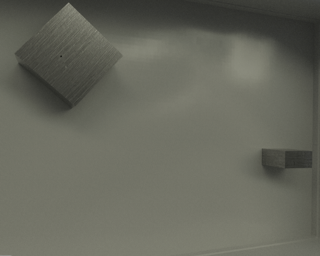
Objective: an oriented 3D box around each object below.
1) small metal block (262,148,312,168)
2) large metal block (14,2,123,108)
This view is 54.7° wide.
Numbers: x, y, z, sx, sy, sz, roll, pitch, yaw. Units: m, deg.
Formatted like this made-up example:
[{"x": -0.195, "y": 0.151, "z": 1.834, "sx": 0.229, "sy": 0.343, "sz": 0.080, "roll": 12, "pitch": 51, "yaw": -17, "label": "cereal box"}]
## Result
[{"x": 0.192, "y": 0.045, "z": 0.470, "sx": 0.050, "sy": 0.050, "sz": 0.025, "roll": 2, "pitch": 90, "yaw": -20, "label": "small metal block"}, {"x": -0.104, "y": -0.080, "z": 0.359, "sx": 0.080, "sy": 0.050, "sz": 0.080, "roll": 43, "pitch": 76, "yaw": -15, "label": "large metal block"}]
